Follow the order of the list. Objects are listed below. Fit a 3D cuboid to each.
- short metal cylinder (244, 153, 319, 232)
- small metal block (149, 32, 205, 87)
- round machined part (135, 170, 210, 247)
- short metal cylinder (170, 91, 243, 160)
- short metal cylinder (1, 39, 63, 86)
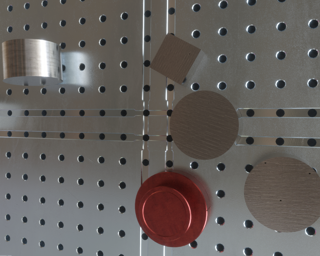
[{"bbox_3d":[0.139,0.070,0.350,0.080,0.050,0.080,0,90,20],"label":"short metal cylinder"},{"bbox_3d":[0.023,-0.088,0.405,0.050,0.025,0.050,32,100,17],"label":"small metal block"},{"bbox_3d":[0.012,0.105,0.399,0.098,0.042,0.097,0,90,20],"label":"round machined part"},{"bbox_3d":[0.058,-0.003,0.379,0.080,0.050,0.080,0,90,20],"label":"short metal cylinder"},{"bbox_3d":[-0.184,-0.092,0.448,0.080,0.080,0.050,-4,89,20],"label":"short metal cylinder"}]
